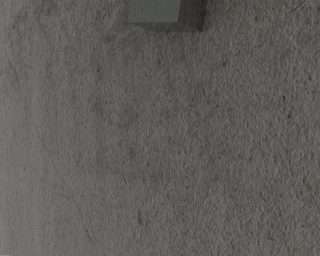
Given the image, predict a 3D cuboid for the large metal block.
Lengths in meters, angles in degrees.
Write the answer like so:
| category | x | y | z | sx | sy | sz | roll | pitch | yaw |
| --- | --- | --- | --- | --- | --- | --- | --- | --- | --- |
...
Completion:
| category | x | y | z | sx | sy | sz | roll | pitch | yaw |
| --- | --- | --- | --- | --- | --- | --- | --- | --- | --- |
| large metal block | 0.012 | -0.164 | 0.379 | 0.080 | 0.050 | 0.079 | 15 | 100 | 39 |
